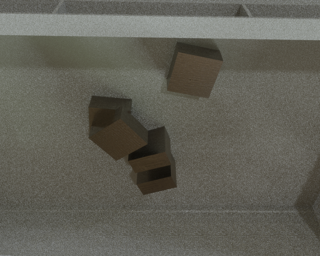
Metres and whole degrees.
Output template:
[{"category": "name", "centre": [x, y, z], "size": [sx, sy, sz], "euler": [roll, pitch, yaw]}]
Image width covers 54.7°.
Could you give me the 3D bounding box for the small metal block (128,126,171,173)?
[{"category": "small metal block", "centre": [-0.013, 0.029, 0.417], "size": [0.050, 0.050, 0.025], "euler": [-15, 129, 11]}]

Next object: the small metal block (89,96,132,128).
[{"category": "small metal block", "centre": [-0.063, -0.012, 0.398], "size": [0.050, 0.025, 0.050], "euler": [5, 130, -5]}]

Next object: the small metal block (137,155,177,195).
[{"category": "small metal block", "centre": [-0.004, 0.064, 0.447], "size": [0.050, 0.050, 0.025], "euler": [-16, 129, 12]}]

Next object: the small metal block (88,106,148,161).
[{"category": "small metal block", "centre": [-0.050, 0.008, 0.382], "size": [0.050, 0.025, 0.050], "euler": [-29, 125, 22]}]

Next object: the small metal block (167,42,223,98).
[{"category": "small metal block", "centre": [0.038, -0.065, 0.354], "size": [0.050, 0.025, 0.050], "euler": [9, 130, -9]}]
